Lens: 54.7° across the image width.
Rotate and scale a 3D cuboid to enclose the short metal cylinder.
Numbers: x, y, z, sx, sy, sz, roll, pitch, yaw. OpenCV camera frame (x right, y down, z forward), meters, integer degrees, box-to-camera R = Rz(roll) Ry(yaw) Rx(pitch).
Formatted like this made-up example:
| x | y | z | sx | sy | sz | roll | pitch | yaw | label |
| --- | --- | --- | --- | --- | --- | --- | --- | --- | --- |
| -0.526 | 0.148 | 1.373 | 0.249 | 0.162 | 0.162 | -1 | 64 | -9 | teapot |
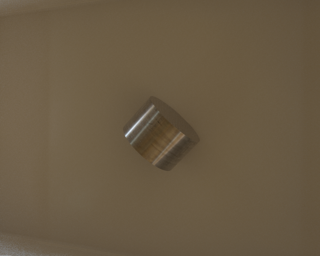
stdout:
| x | y | z | sx | sy | sz | roll | pitch | yaw | label |
| --- | --- | --- | --- | --- | --- | --- | --- | --- | --- |
| 0.002 | 0.006 | 0.380 | 0.080 | 0.080 | 0.050 | 46 | 104 | 14 | short metal cylinder |
